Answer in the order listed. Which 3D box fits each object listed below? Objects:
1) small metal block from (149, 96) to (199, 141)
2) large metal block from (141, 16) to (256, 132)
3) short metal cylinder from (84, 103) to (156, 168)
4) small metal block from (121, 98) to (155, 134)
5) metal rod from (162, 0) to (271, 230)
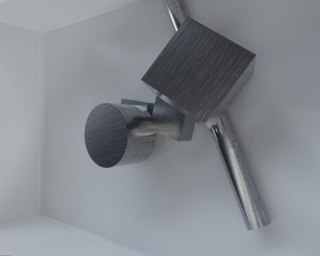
[{"bbox_3d":[0.018,-0.015,0.390,0.050,0.025,0.050,21,103,37],"label":"small metal block"},{"bbox_3d":[0.042,-0.054,0.325,0.080,0.050,0.080,36,89,17],"label":"large metal block"},{"bbox_3d":[-0.052,0.009,0.399,0.080,0.050,0.079,0,91,39],"label":"short metal cylinder"},{"bbox_3d":[-0.030,-0.012,0.430,0.050,0.025,0.050,13,98,39],"label":"small metal block"},{"bbox_3d":[0.057,-0.036,0.357,0.025,0.025,0.299,-29,72,36],"label":"metal rod"}]
